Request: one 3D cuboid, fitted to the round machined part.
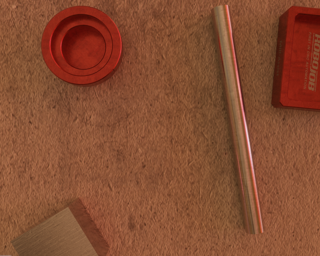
[{"bbox_3d":[-0.096,-0.102,0.400,0.099,0.042,0.097,0,90,-1],"label":"round machined part"}]

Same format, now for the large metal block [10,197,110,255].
[{"bbox_3d":[-0.124,0.149,0.396,0.080,0.050,0.080,-31,90,0],"label":"large metal block"}]

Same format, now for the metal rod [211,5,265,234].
[{"bbox_3d":[0.103,-0.011,0.411,0.025,0.025,0.298,-9,90,0],"label":"metal rod"}]

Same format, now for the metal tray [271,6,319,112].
[{"bbox_3d":[0.203,-0.088,0.410,0.091,0.030,0.129,5,90,-1],"label":"metal tray"}]
